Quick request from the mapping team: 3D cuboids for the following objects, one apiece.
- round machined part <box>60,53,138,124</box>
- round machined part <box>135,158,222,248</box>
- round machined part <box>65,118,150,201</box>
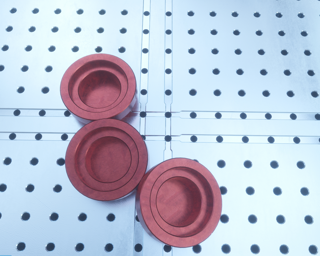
[{"bbox_3d":[-0.080,-0.048,0.419,0.099,0.042,0.098,0,70,-1],"label":"round machined part"},{"bbox_3d":[0.019,0.086,0.361,0.099,0.042,0.098,5,73,-18],"label":"round machined part"},{"bbox_3d":[-0.062,0.040,0.383,0.099,0.042,0.098,-1,78,3],"label":"round machined part"}]
